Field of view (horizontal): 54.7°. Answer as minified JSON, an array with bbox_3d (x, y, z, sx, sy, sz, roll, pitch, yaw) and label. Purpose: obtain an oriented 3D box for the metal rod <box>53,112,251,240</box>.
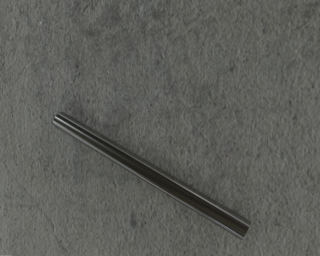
[{"bbox_3d":[-0.023,0.055,0.416,0.301,0.025,0.025,28,99,17],"label":"metal rod"}]
